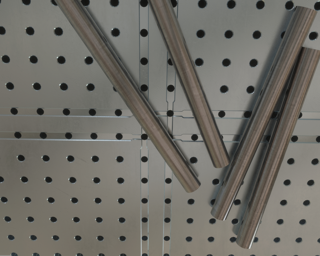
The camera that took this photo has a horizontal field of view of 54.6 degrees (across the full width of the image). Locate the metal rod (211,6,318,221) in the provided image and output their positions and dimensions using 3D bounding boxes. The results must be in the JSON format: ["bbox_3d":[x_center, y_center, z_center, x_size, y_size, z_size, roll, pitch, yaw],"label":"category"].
[{"bbox_3d":[0.130,-0.005,0.412,0.025,0.025,0.298,15,109,-6],"label":"metal rod"}]

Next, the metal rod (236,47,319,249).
[{"bbox_3d":[0.157,0.040,0.429,0.025,0.025,0.298,10,110,-4],"label":"metal rod"}]

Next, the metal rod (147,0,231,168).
[{"bbox_3d":[0.029,-0.081,0.383,0.025,0.025,0.299,-21,109,8],"label":"metal rod"}]

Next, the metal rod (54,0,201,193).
[{"bbox_3d":[-0.032,-0.035,0.400,0.025,0.025,0.299,-30,108,10],"label":"metal rod"}]
